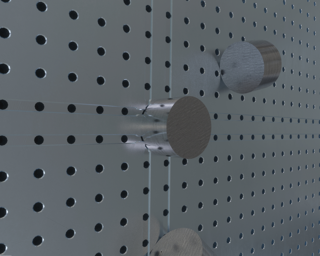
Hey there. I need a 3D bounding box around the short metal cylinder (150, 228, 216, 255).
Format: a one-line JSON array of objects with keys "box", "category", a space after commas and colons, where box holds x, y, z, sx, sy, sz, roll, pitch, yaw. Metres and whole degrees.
[{"box": [0.032, 0.178, 0.400, 0.080, 0.080, 0.050, -53, 121, -27], "category": "short metal cylinder"}]

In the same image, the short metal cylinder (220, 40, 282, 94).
[{"box": [0.143, -0.098, 0.493, 0.050, 0.080, 0.079, -17, 101, -39], "category": "short metal cylinder"}]

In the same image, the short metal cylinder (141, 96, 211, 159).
[{"box": [0.022, -0.001, 0.411, 0.081, 0.050, 0.079, 0, 91, -40], "category": "short metal cylinder"}]
